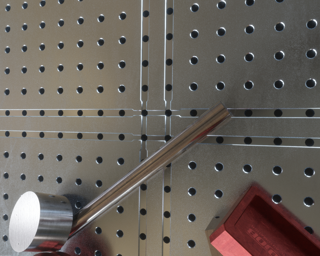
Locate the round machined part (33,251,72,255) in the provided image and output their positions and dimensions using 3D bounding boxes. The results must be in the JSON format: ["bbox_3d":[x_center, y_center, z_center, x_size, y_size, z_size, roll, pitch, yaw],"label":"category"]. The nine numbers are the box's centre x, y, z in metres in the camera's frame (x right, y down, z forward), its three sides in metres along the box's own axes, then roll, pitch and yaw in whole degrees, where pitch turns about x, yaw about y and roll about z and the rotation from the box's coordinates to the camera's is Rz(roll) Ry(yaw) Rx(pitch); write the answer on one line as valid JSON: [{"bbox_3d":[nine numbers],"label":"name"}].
[{"bbox_3d":[-0.149,0.219,0.445,0.098,0.042,0.097,5,109,14],"label":"round machined part"}]

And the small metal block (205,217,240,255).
[{"bbox_3d":[0.078,0.138,0.372,0.025,0.050,0.050,-17,85,19],"label":"small metal block"}]

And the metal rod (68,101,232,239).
[{"bbox_3d":[-0.031,0.066,0.422,0.300,0.025,0.025,-39,78,15],"label":"metal rod"}]

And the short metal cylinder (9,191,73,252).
[{"bbox_3d":[-0.170,0.134,0.441,0.080,0.050,0.080,-17,63,37],"label":"short metal cylinder"}]

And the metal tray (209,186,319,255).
[{"bbox_3d":[0.127,0.134,0.331,0.130,0.091,0.030,42,129,15],"label":"metal tray"}]
